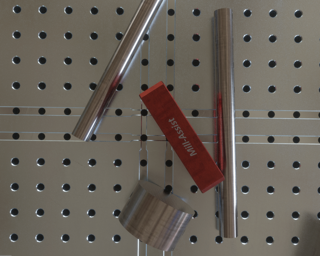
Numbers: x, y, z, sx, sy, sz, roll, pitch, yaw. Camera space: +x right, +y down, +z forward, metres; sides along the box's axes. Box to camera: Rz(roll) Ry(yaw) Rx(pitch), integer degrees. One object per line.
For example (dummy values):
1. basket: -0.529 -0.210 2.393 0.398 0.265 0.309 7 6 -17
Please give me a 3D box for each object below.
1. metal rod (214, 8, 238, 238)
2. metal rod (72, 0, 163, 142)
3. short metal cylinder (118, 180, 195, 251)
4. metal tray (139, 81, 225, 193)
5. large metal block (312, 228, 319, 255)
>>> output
1. metal rod: 0.088 -0.006 0.413 0.025 0.025 0.298 -1 90 0
2. metal rod: -0.037 -0.120 0.412 0.025 0.025 0.299 28 90 0
3. short metal cylinder: -0.004 0.107 0.386 0.080 0.080 0.050 29 90 0
4. metal tray: 0.024 0.010 0.380 0.030 0.090 0.130 -33 90 0
5. large metal block: 0.252 0.178 0.403 0.080 0.050 0.080 15 90 0
